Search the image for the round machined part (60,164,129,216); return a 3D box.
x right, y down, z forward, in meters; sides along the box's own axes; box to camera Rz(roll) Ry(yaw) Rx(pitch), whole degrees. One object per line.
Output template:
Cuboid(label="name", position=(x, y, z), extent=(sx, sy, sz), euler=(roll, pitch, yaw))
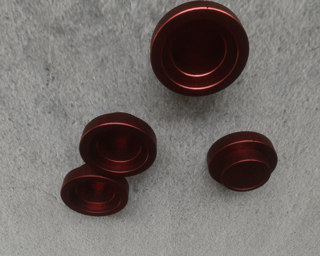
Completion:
Cuboid(label="round machined part", position=(-0.096, 0.089, 0.470), extent=(0.099, 0.042, 0.097), euler=(-1, 130, 0))

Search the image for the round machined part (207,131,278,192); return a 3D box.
Cuboid(label="round machined part", position=(0.119, 0.054, 0.444), extent=(0.099, 0.042, 0.097), euler=(-1, 130, 0))

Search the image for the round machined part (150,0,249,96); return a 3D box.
Cuboid(label="round machined part", position=(0.039, -0.085, 0.325), extent=(0.099, 0.042, 0.097), euler=(-1, 130, 0))

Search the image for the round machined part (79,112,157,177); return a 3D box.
Cuboid(label="round machined part", position=(-0.053, 0.018, 0.411), extent=(0.099, 0.042, 0.097), euler=(-1, 130, 0))
